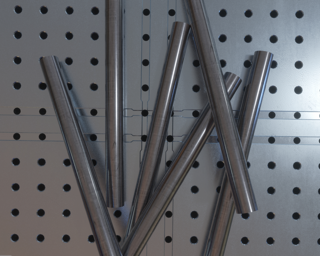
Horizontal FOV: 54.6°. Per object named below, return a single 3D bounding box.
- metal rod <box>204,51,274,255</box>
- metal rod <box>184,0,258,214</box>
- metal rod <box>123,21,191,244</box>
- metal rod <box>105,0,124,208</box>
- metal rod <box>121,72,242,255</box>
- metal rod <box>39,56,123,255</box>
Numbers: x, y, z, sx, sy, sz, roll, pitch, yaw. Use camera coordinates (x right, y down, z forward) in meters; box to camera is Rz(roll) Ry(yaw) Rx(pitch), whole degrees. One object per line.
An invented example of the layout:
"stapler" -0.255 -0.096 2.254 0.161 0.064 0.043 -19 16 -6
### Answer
"metal rod" 0.103 0.046 0.413 0.025 0.025 0.299 14 90 0
"metal rod" 0.071 -0.047 0.386 0.025 0.025 0.299 -12 79 0
"metal rod" -0.004 0.009 0.413 0.025 0.025 0.299 13 90 0
"metal rod" -0.060 -0.046 0.412 0.025 0.025 0.298 0 90 0
"metal rod" 0.021 0.059 0.398 0.025 0.025 0.300 31 84 0
"metal rod" -0.096 0.047 0.384 0.025 0.025 0.299 -21 79 0
